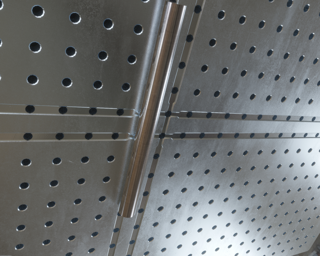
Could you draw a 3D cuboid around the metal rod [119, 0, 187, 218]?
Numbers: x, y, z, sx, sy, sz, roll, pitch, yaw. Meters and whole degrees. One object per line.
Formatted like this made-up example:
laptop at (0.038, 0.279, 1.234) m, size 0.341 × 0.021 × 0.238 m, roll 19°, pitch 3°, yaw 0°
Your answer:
metal rod at (-0.016, -0.005, 0.400) m, size 0.025 × 0.025 × 0.298 m, roll 0°, pitch 119°, yaw -29°
